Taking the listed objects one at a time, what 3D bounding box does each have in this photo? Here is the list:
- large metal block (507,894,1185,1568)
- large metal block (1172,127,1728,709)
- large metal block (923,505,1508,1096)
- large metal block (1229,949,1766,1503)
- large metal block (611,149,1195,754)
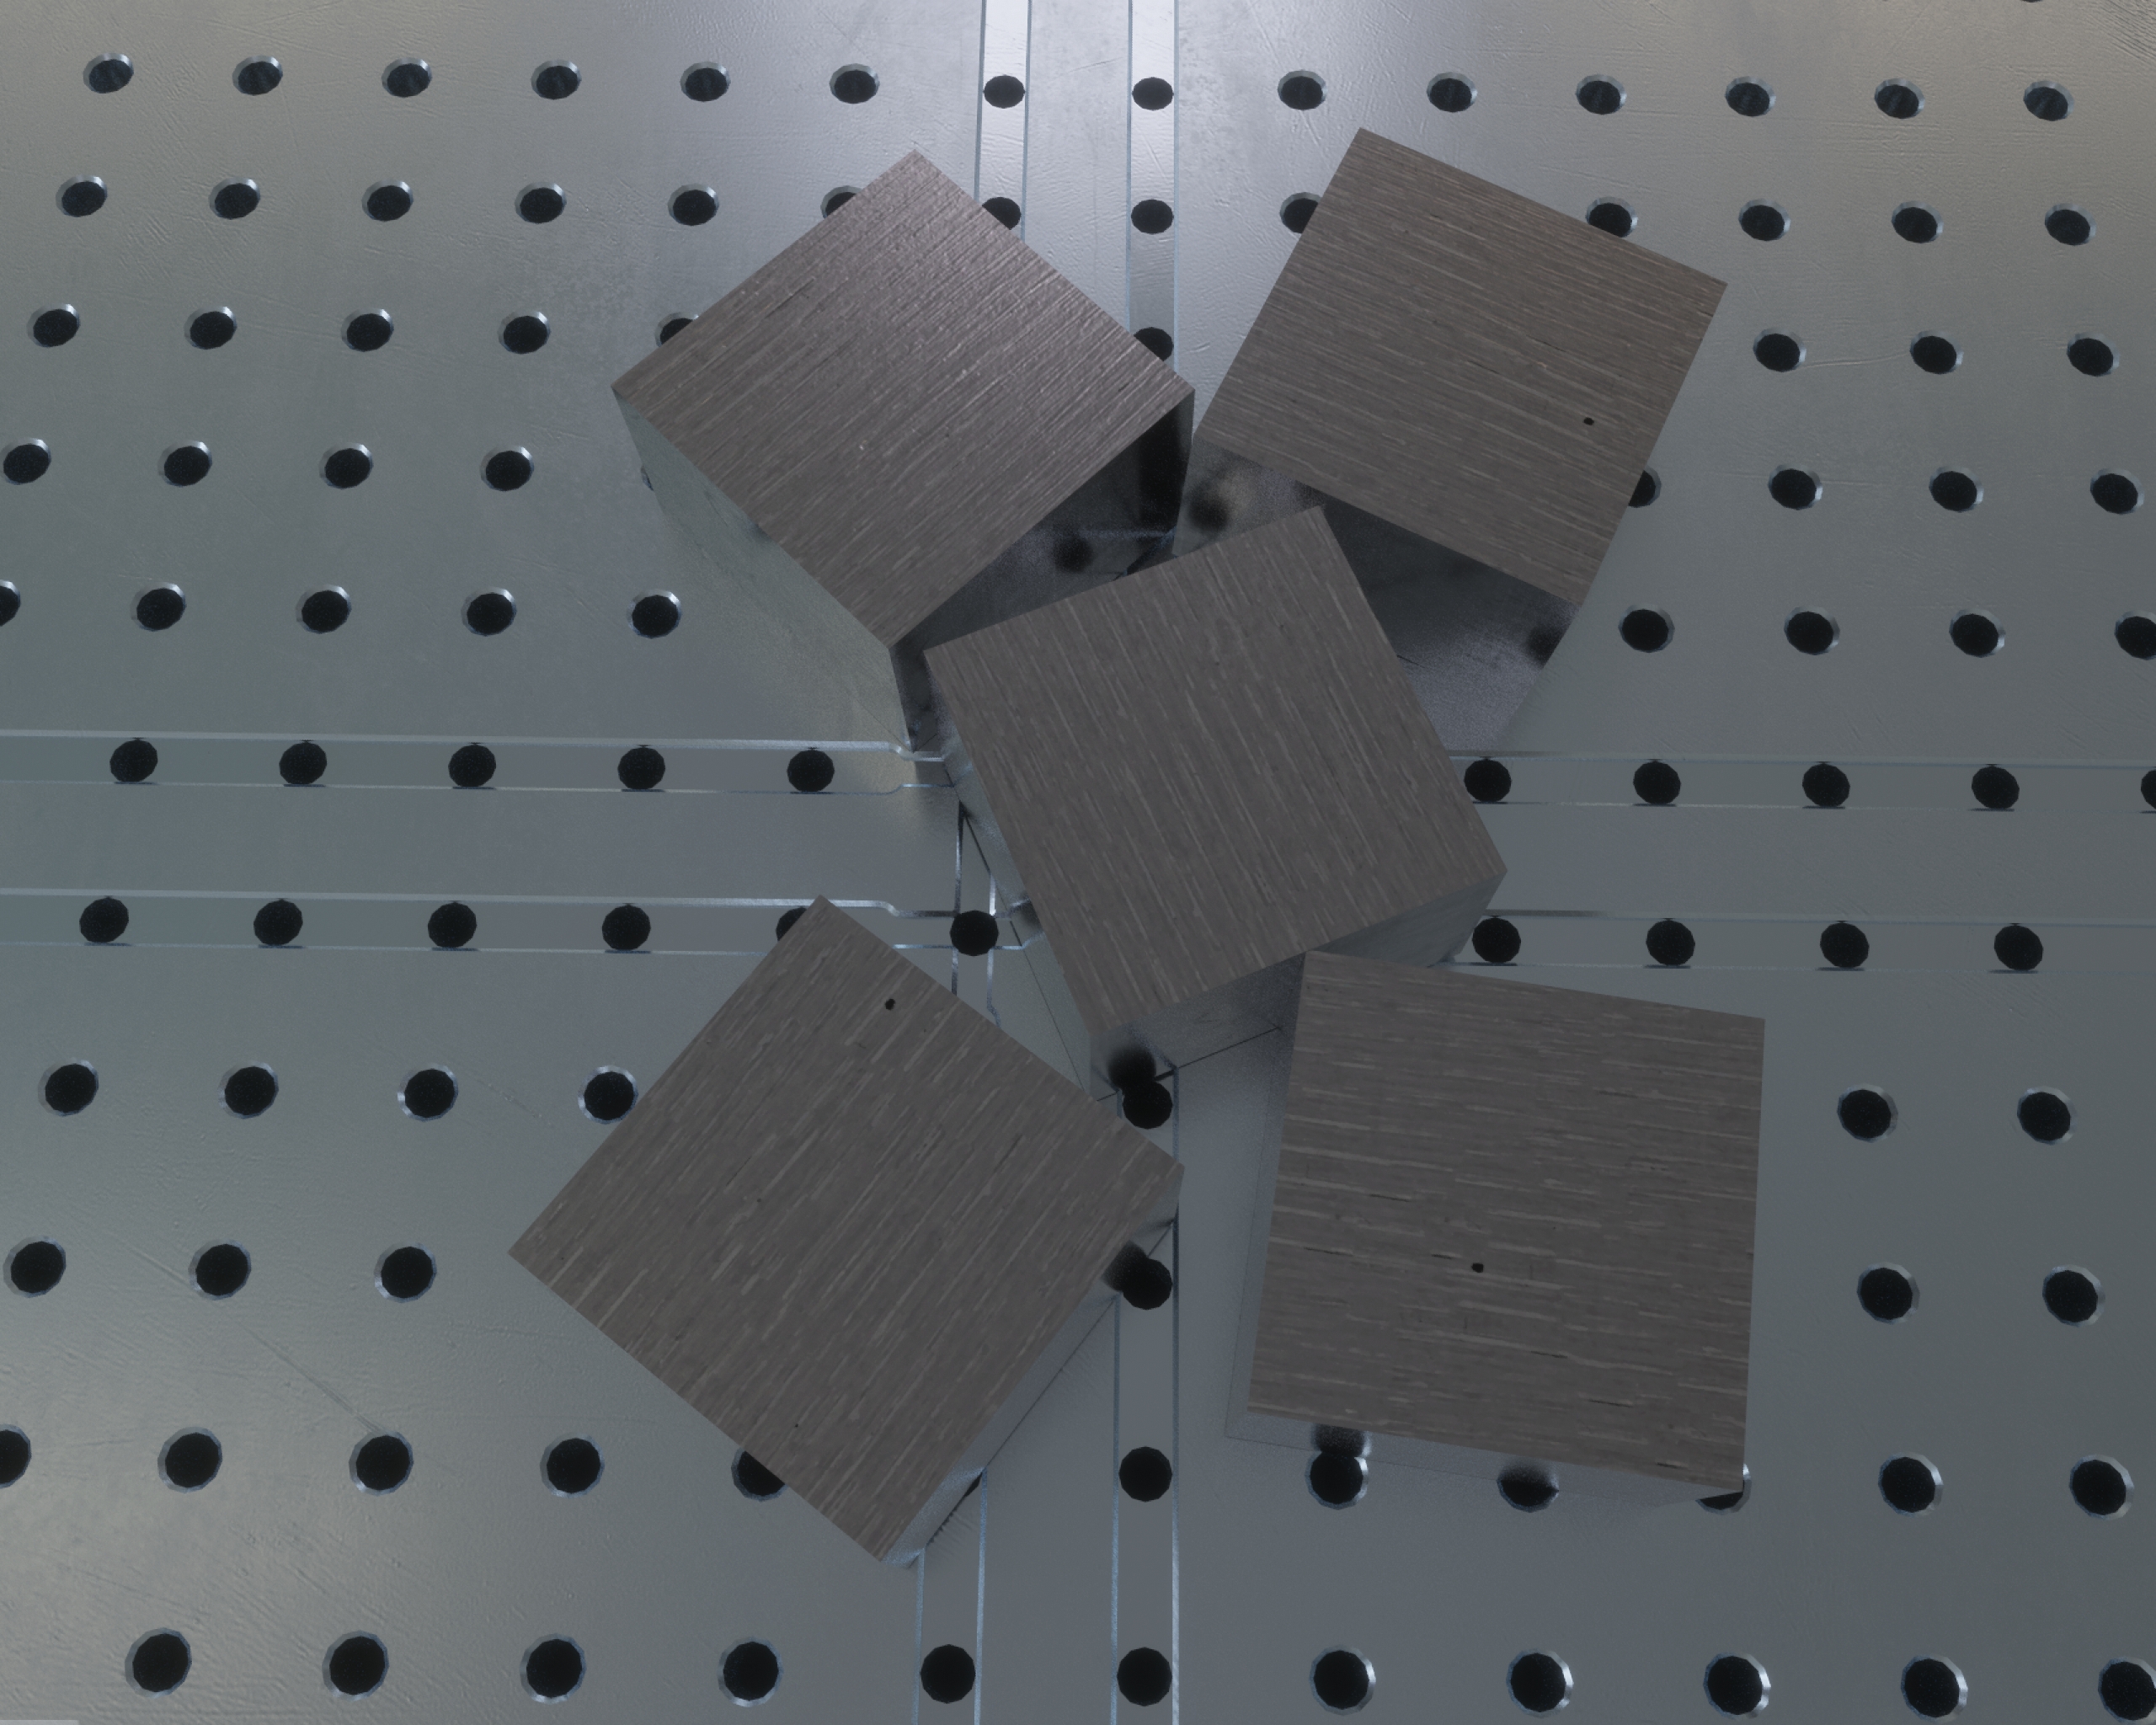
[{"bbox_3d":[-0.038,0.067,0.372,0.080,0.050,0.080,36,74,12],"label":"large metal block"},{"bbox_3d":[0.075,-0.091,0.431,0.080,0.050,0.080,25,72,6],"label":"large metal block"},{"bbox_3d":[0.024,-0.010,0.402,0.080,0.050,0.080,-21,72,-8],"label":"large metal block"},{"bbox_3d":[0.073,0.067,0.374,0.080,0.050,0.080,9,70,2],"label":"large metal block"},{"bbox_3d":[-0.034,-0.084,0.429,0.080,0.050,0.080,-42,75,-13],"label":"large metal block"}]
